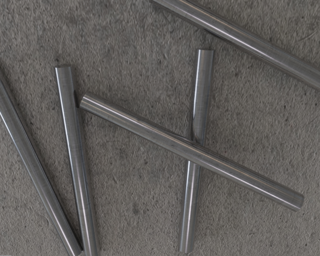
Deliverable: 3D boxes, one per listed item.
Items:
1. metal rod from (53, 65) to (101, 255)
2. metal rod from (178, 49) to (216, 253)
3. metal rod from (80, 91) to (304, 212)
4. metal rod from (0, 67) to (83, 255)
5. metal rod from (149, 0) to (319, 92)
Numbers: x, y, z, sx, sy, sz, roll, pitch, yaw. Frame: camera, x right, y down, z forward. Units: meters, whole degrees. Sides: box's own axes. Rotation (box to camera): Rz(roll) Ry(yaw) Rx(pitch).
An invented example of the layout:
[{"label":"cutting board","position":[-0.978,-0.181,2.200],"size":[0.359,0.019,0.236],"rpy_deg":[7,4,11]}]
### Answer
[{"label":"metal rod","position":[-0.111,0.064,0.432],"size":[0.025,0.025,0.298],"rpy_deg":[-3,110,1]},{"label":"metal rod","position":[0.047,0.044,0.426],"size":[0.025,0.025,0.298],"rpy_deg":[3,110,-1]},{"label":"metal rod","position":[0.040,0.030,0.394],"size":[0.301,0.025,0.025],"rpy_deg":[26,108,0]},{"label":"metal rod","position":[-0.171,0.056,0.428],"size":[0.025,0.025,0.298],"rpy_deg":[-15,110,5]},{"label":"metal rod","position":[0.128,-0.093,0.376],"size":[0.301,0.025,0.025],"rpy_deg":[25,108,-9]}]
